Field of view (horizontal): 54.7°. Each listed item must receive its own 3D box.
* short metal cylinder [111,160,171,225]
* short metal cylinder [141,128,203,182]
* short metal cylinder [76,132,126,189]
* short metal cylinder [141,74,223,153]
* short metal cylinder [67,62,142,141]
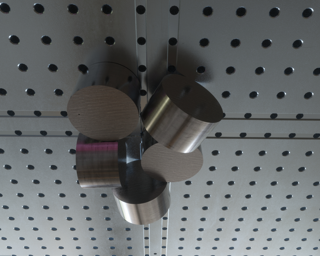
[{"bbox_3d":[-0.026,0.093,0.453,0.080,0.080,0.050,-5,130,4],"label":"short metal cylinder"},{"bbox_3d":[0.016,0.029,0.420,0.081,0.050,0.079,-1,131,0],"label":"short metal cylinder"},{"bbox_3d":[-0.075,0.039,0.409,0.050,0.080,0.079,-2,130,1],"label":"short metal cylinder"},{"bbox_3d":[0.025,-0.018,0.361,0.080,0.080,0.050,22,126,-18],"label":"short metal cylinder"},{"bbox_3d":[-0.064,-0.031,0.368,0.080,0.050,0.079,0,131,1],"label":"short metal cylinder"}]
